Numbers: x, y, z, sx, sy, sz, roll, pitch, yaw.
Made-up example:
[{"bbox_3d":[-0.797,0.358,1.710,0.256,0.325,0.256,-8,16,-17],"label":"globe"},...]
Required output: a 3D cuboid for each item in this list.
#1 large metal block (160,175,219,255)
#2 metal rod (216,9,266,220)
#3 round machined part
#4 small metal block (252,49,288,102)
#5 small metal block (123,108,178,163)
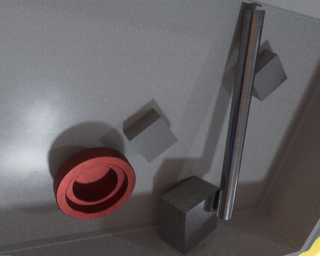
[{"bbox_3d":[0.047,0.133,0.482,0.081,0.050,0.079,-23,124,-40],"label":"large metal block"},{"bbox_3d":[0.109,-0.006,0.432,0.025,0.025,0.298,-6,111,-26],"label":"metal rod"},{"bbox_3d":[-0.084,0.065,0.393,0.099,0.042,0.097,-14,125,-21],"label":"round machined part"},{"bbox_3d":[0.150,-0.075,0.446,0.050,0.025,0.050,-43,130,1],"label":"small metal block"},{"bbox_3d":[-0.012,0.011,0.411,0.050,0.025,0.050,-38,130,-3],"label":"small metal block"}]
